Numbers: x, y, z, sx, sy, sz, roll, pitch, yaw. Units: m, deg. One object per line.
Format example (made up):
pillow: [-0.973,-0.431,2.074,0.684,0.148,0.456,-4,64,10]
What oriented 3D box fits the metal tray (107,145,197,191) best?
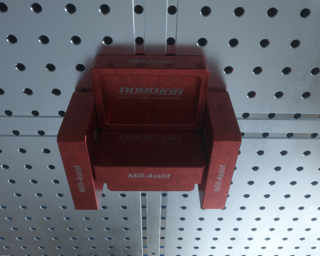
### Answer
metal tray: [-0.013,0.053,0.451,0.131,0.030,0.089,0,130,-1]

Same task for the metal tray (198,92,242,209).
metal tray: [0.069,0.030,0.395,0.030,0.090,0.129,1,130,-1]

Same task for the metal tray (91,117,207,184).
metal tray: [-0.013,0.026,0.388,0.131,0.090,0.030,1,130,-1]

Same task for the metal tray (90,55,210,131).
metal tray: [-0.011,-0.040,0.374,0.131,0.030,0.089,0,130,-1]

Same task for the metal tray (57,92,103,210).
metal tray: [-0.093,0.031,0.393,0.030,0.090,0.129,1,130,-1]
